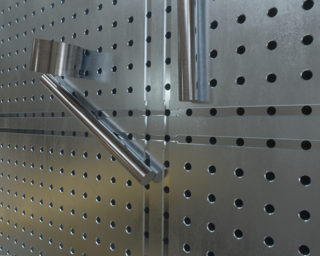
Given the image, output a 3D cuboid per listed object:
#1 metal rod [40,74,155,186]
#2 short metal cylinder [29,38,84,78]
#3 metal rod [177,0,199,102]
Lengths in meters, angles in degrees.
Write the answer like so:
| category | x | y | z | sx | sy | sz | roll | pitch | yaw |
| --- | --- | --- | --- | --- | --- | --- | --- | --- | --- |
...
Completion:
| category | x | y | z | sx | sy | sz | roll | pitch | yaw |
| --- | --- | --- | --- | --- | --- | --- | --- | --- | --- |
| metal rod | -0.114 | -0.011 | 0.500 | 0.300 | 0.025 | 0.025 | 39 | 114 | 32 |
| short metal cylinder | -0.169 | -0.113 | 0.510 | 0.080 | 0.081 | 0.050 | 16 | 100 | 38 |
| metal rod | 0.033 | -0.182 | 0.380 | 0.025 | 0.025 | 0.298 | -2 | 89 | 39 |
